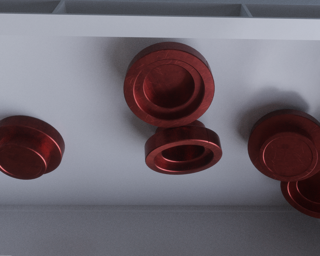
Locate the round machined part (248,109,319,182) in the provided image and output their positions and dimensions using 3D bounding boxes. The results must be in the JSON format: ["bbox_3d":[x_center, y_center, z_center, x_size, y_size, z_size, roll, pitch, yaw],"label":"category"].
[{"bbox_3d":[0.164,0.028,0.400,0.098,0.042,0.097,8,115,17],"label":"round machined part"}]

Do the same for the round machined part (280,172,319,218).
[{"bbox_3d":[0.233,0.082,0.452,0.098,0.042,0.097,20,130,26],"label":"round machined part"}]

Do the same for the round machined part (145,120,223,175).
[{"bbox_3d":[0.029,0.022,0.406,0.099,0.042,0.098,-4,148,-2],"label":"round machined part"}]

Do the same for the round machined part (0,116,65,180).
[{"bbox_3d":[-0.185,0.034,0.424,0.099,0.042,0.097,-1,130,0],"label":"round machined part"}]

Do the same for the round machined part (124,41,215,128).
[{"bbox_3d":[0.010,-0.051,0.351,0.099,0.042,0.097,0,126,0],"label":"round machined part"}]
